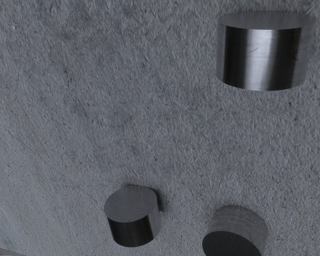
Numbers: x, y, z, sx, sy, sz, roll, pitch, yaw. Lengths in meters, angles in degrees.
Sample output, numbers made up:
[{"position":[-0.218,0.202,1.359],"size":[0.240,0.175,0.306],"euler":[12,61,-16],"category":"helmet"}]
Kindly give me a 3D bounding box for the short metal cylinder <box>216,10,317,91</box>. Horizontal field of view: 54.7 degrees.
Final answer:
[{"position":[0.092,-0.072,0.278],"size":[0.080,0.080,0.050],"euler":[10,123,22],"category":"short metal cylinder"}]

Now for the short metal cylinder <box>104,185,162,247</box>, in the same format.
[{"position":[-0.041,0.133,0.475],"size":[0.080,0.080,0.050],"euler":[5,121,25],"category":"short metal cylinder"}]

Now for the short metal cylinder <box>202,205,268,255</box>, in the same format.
[{"position":[0.105,0.155,0.431],"size":[0.080,0.050,0.079],"euler":[13,124,21],"category":"short metal cylinder"}]
